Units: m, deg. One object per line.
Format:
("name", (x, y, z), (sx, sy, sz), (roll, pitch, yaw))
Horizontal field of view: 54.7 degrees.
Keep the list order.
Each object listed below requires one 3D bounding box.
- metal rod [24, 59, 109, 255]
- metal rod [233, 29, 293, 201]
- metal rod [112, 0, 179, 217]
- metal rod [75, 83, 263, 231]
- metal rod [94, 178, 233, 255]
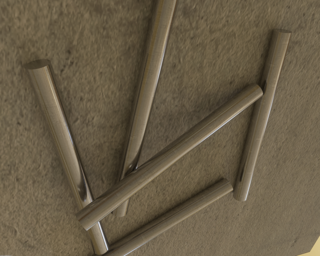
("metal rod", (-0.105, 0.060, 0.387), (0.025, 0.025, 0.298), (-19, 126, -17))
("metal rod", (0.156, -0.003, 0.492), (0.025, 0.025, 0.298), (-10, 123, -24))
("metal rod", (-0.025, -0.010, 0.387), (0.025, 0.025, 0.298), (0, 119, -29))
("metal rod", (0.022, 0.030, 0.415), (0.301, 0.025, 0.025), (-36, 130, -14))
("metal rod", (-0.012, 0.166, 0.504), (0.302, 0.025, 0.025), (-28, 128, -11))
